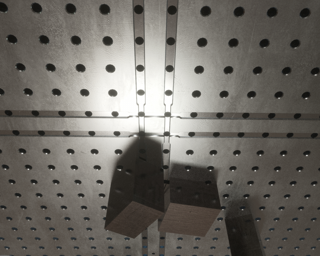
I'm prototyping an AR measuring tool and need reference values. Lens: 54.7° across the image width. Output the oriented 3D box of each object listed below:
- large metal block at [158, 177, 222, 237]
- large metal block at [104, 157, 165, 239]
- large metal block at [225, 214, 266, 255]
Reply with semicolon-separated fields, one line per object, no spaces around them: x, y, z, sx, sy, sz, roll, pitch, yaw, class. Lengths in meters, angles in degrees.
0.045;0.131;0.507;0.081;0.050;0.079;10;129;-9;large metal block
-0.037;0.105;0.464;0.050;0.080;0.080;27;125;-22;large metal block
0.159;0.217;0.563;0.050;0.080;0.080;-18;128;14;large metal block
